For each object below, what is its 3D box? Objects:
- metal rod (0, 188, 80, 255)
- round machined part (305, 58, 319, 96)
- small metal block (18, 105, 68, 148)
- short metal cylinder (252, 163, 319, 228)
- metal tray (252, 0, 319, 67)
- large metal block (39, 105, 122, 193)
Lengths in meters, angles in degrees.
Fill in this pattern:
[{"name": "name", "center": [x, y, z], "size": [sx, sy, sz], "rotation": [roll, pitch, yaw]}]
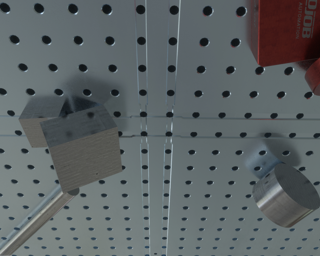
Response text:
[{"name": "metal rod", "center": [-0.236, 0.183, 0.564], "size": [0.025, 0.025, 0.299], "rotation": [33, 123, -25]}, {"name": "round machined part", "center": [0.209, -0.059, 0.322], "size": [0.099, 0.042, 0.098], "rotation": [-17, 160, -6]}, {"name": "small metal block", "center": [-0.149, -0.001, 0.409], "size": [0.050, 0.025, 0.050], "rotation": [-3, 130, 2]}, {"name": "short metal cylinder", "center": [0.187, 0.100, 0.462], "size": [0.080, 0.080, 0.050], "rotation": [21, 127, -17]}, {"name": "metal tray", "center": [0.138, -0.129, 0.300], "size": [0.090, 0.030, 0.129], "rotation": [-8, 130, 7]}, {"name": "large metal block", "center": [-0.098, 0.026, 0.396], "size": [0.081, 0.050, 0.079], "rotation": [-18, 134, -21]}]
